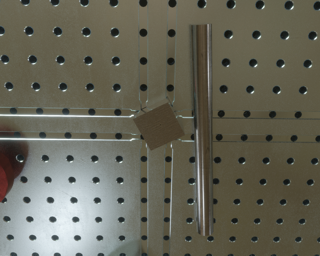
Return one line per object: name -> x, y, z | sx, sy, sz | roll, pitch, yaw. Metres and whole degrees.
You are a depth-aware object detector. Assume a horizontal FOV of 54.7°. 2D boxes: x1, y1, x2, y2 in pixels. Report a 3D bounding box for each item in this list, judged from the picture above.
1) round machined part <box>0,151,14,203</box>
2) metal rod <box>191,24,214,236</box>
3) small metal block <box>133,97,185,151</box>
round machined part -> -0.249, 0.061, 0.424 | 0.099, 0.042, 0.097 | 0, 110, 0
metal rod -> 0.059, 0.016, 0.419 | 0.025, 0.025, 0.298 | -4, 110, 1
small metal block -> -0.001, -0.005, 0.411 | 0.050, 0.025, 0.050 | -25, 108, 9
